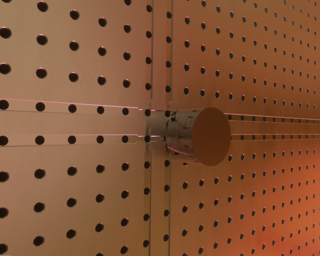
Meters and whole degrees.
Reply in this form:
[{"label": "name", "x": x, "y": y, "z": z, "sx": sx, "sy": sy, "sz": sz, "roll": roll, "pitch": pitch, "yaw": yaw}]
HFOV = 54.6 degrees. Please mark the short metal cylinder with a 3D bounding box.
[{"label": "short metal cylinder", "x": 0.055, "y": 0.012, "z": 0.438, "sx": 0.081, "sy": 0.050, "sz": 0.080, "roll": 0, "pitch": 90, "yaw": -40}]
